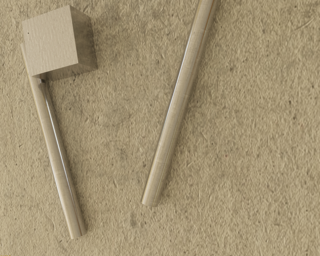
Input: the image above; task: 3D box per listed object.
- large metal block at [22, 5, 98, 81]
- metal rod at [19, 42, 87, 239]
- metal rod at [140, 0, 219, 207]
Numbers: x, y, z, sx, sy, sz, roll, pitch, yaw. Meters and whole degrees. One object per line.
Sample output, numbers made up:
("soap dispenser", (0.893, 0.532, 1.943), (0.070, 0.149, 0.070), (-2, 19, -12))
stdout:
("large metal block", (-0.142, -0.118, 0.444), (0.080, 0.050, 0.080), (-10, 87, 19))
("metal rod", (-0.161, 0.014, 0.463), (0.025, 0.025, 0.299), (-19, 84, 19))
("metal rod", (0.027, -0.043, 0.398), (0.025, 0.025, 0.298), (18, 96, 19))
